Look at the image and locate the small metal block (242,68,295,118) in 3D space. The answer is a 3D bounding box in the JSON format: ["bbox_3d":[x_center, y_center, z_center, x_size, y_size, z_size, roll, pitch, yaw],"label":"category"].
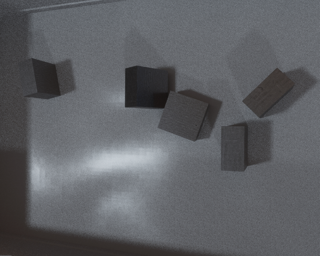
[{"bbox_3d":[0.124,-0.038,0.353,0.050,0.050,0.025,-46,76,14],"label":"small metal block"}]

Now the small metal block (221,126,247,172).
[{"bbox_3d":[0.089,0.023,0.366,0.025,0.050,0.050,1,90,20],"label":"small metal block"}]

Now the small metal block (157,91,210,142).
[{"bbox_3d":[0.031,-0.016,0.397,0.050,0.025,0.050,21,97,12],"label":"small metal block"}]

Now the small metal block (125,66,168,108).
[{"bbox_3d":[-0.017,-0.051,0.400,0.025,0.050,0.050,0,90,49],"label":"small metal block"}]

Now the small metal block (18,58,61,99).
[{"bbox_3d":[-0.178,-0.072,0.460,0.025,0.050,0.050,-12,86,20],"label":"small metal block"}]
